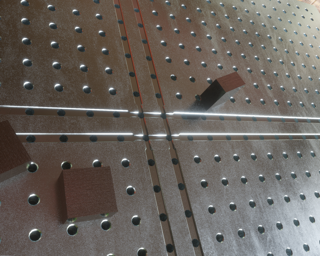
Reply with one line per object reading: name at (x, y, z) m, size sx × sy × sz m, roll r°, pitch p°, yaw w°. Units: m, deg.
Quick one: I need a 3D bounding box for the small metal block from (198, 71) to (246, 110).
small metal block at (0.096, -0.058, 0.481) m, size 0.050 × 0.050 × 0.025 m, roll -24°, pitch 75°, yaw -37°

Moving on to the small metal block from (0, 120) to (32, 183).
small metal block at (-0.164, 0.027, 0.304) m, size 0.050 × 0.025 × 0.050 m, roll -28°, pitch 77°, yaw -37°

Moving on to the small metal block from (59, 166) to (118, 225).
small metal block at (-0.076, 0.070, 0.326) m, size 0.050 × 0.025 × 0.050 m, roll 0°, pitch 62°, yaw -29°
